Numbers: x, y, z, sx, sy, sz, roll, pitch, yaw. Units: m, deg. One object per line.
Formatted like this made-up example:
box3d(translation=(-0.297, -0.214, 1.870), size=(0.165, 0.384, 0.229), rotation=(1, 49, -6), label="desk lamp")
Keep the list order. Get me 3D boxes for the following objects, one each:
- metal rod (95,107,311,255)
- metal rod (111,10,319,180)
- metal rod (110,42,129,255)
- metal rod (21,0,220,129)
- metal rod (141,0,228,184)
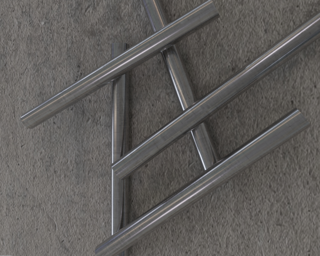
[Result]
box3d(translation=(0.037, 0.077, 0.367), size=(0.300, 0.025, 0.025), rotation=(-38, 78, 16), label="metal rod")
box3d(translation=(0.068, -0.035, 0.363), size=(0.300, 0.025, 0.025), rotation=(-37, 78, 8), label="metal rod")
box3d(translation=(-0.055, 0.034, 0.428), size=(0.025, 0.025, 0.298), rotation=(0, 90, 20), label="metal rod")
box3d(translation=(-0.063, -0.075, 0.403), size=(0.300, 0.025, 0.025), rotation=(-27, 81, 18), label="metal rod")
box3d(translation=(0.024, -0.069, 0.400), size=(0.025, 0.025, 0.299), rotation=(-22, 83, 19), label="metal rod")
